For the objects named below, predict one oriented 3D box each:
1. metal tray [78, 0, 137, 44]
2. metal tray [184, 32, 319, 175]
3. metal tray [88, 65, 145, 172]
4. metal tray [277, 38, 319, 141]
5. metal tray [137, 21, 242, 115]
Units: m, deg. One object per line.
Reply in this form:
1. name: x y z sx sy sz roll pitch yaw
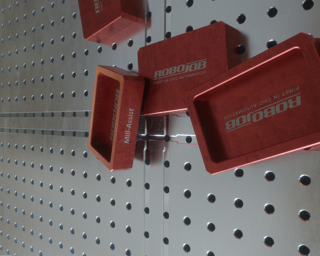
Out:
1. metal tray: -0.087 -0.208 0.475 0.090 0.030 0.129 -17 79 38
2. metal tray: 0.092 -0.016 0.289 0.130 0.030 0.090 -25 75 37
3. metal tray: -0.065 -0.016 0.434 0.090 0.030 0.129 30 115 51
4. metal tray: 0.175 -0.027 0.261 0.130 0.030 0.089 14 99 38
5. metal tray: 0.032 -0.066 0.378 0.130 0.030 0.089 -6 86 39
